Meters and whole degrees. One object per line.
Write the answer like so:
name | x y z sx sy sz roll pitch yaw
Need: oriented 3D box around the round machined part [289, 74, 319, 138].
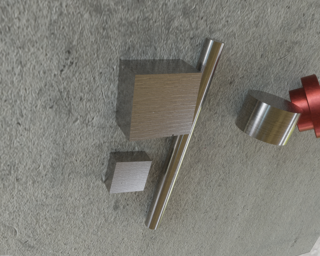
round machined part | 0.231 -0.031 0.482 0.042 0.098 0.098 -15 134 25

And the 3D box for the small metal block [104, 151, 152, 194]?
small metal block | -0.044 0.060 0.421 0.050 0.025 0.050 1 118 -30

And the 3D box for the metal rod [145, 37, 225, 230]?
metal rod | 0.028 0.023 0.438 0.025 0.025 0.298 3 117 -30

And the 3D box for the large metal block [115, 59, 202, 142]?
large metal block | -0.004 -0.035 0.368 0.081 0.050 0.079 -7 122 -25

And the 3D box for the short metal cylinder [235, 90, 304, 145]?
short metal cylinder | 0.157 -0.017 0.449 0.081 0.080 0.050 3 117 -30
